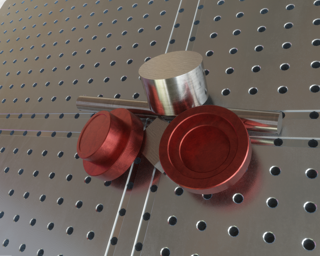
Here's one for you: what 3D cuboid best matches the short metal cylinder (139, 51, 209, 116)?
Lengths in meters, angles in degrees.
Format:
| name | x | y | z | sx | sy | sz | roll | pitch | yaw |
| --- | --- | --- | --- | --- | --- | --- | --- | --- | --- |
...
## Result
| name | x | y | z | sx | sy | sz | roll | pitch | yaw |
| --- | --- | --- | --- | --- | --- | --- | --- | --- | --- |
| short metal cylinder | 0.018 | -0.059 | 0.395 | 0.080 | 0.050 | 0.080 | -11 | 34 | 7 |

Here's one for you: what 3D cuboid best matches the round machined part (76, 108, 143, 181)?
| name | x | y | z | sx | sy | sz | roll | pitch | yaw |
| --- | --- | --- | --- | --- | --- | --- | --- | --- | --- |
| round machined part | -0.071 | 0.016 | 0.403 | 0.098 | 0.042 | 0.098 | -28 | 45 | 33 |

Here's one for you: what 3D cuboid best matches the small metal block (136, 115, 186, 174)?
| name | x | y | z | sx | sy | sz | roll | pitch | yaw |
| --- | --- | --- | --- | --- | --- | --- | --- | --- | --- |
| small metal block | 0.001 | 0.020 | 0.390 | 0.050 | 0.025 | 0.050 | -45 | 51 | -3 |

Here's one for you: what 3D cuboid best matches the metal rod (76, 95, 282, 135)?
| name | x | y | z | sx | sy | sz | roll | pitch | yaw |
| --- | --- | --- | --- | --- | --- | --- | --- | --- | --- |
| metal rod | 0.003 | -0.022 | 0.415 | 0.300 | 0.025 | 0.025 | 8 | 66 | 31 |

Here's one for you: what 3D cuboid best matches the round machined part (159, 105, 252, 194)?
| name | x | y | z | sx | sy | sz | roll | pitch | yaw |
| --- | --- | --- | --- | --- | --- | --- | --- | --- | --- |
| round machined part | 0.052 | 0.026 | 0.346 | 0.098 | 0.042 | 0.098 | -11 | 60 | 19 |
